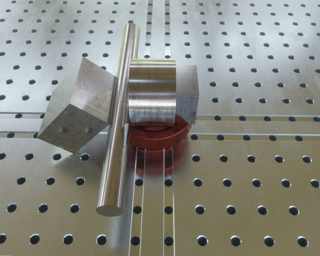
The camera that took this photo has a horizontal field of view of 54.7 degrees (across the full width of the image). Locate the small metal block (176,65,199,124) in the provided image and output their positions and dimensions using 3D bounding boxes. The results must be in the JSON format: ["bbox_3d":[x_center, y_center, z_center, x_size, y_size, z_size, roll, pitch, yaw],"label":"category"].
[{"bbox_3d":[0.030,-0.040,0.370,0.025,0.050,0.050,1,50,0],"label":"small metal block"}]

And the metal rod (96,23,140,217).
[{"bbox_3d":[-0.045,-0.037,0.384,0.025,0.025,0.300,1,50,0],"label":"metal rod"}]

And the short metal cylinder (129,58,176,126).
[{"bbox_3d":[-0.008,-0.042,0.368,0.050,0.080,0.080,1,50,0],"label":"short metal cylinder"}]

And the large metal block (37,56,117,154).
[{"bbox_3d":[-0.102,-0.027,0.386,0.050,0.080,0.080,30,42,-30],"label":"large metal block"}]

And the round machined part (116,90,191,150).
[{"bbox_3d":[-0.008,-0.011,0.404,0.099,0.042,0.098,0,50,0],"label":"round machined part"}]
